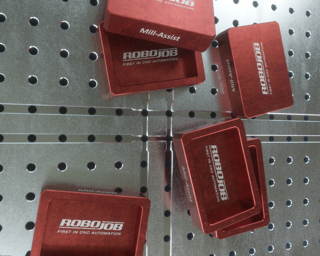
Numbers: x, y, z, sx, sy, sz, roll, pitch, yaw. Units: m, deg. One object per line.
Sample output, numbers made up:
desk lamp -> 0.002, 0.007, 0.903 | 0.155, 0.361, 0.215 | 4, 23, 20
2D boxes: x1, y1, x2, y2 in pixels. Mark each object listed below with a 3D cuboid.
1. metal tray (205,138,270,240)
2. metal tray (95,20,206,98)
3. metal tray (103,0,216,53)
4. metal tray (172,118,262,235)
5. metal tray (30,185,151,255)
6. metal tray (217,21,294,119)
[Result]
metal tray -> 0.107, 0.084, 0.448 | 0.091, 0.030, 0.129 | -8, 93, -20
metal tray -> -0.011, -0.094, 0.405 | 0.131, 0.030, 0.090 | -11, 94, -20
metal tray -> 0.001, -0.149, 0.384 | 0.131, 0.030, 0.090 | 8, 62, -14
metal tray -> 0.076, 0.059, 0.405 | 0.091, 0.030, 0.129 | -15, 95, -19
metal tray -> -0.083, 0.122, 0.379 | 0.131, 0.030, 0.090 | 10, 87, -20
metal tray -> 0.143, -0.086, 0.462 | 0.091, 0.030, 0.129 | -14, 95, -20
